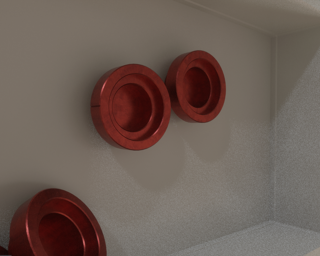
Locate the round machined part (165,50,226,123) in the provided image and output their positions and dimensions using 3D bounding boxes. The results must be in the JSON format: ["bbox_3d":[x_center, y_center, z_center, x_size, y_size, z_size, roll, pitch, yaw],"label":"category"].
[{"bbox_3d":[0.045,-0.056,0.433,0.099,0.042,0.097,0,90,-40],"label":"round machined part"}]

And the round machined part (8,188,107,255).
[{"bbox_3d":[-0.099,0.110,0.290,0.042,0.098,0.098,-35,121,14],"label":"round machined part"}]

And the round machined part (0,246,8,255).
[{"bbox_3d":[-0.158,0.138,0.239,0.098,0.098,0.042,27,112,-37],"label":"round machined part"}]

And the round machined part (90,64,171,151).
[{"bbox_3d":[-0.038,-0.023,0.364,0.099,0.042,0.097,0,90,-40],"label":"round machined part"}]
